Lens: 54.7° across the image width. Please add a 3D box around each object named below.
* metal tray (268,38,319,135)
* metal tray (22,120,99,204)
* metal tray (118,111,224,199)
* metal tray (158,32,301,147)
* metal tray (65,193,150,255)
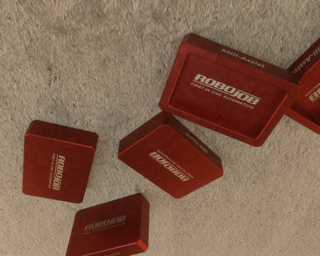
[{"bbox_3d":[0.202,-0.058,0.355,0.090,0.030,0.129,26,126,-21],"label":"metal tray"},{"bbox_3d":[-0.146,0.054,0.448,0.091,0.030,0.129,13,129,-11],"label":"metal tray"},{"bbox_3d":[0.017,0.043,0.441,0.090,0.030,0.130,-34,123,25],"label":"metal tray"},{"bbox_3d":[0.073,-0.040,0.349,0.131,0.030,0.089,22,128,0],"label":"metal tray"},{"bbox_3d":[-0.083,0.166,0.504,0.130,0.090,0.030,-19,128,15],"label":"metal tray"}]
